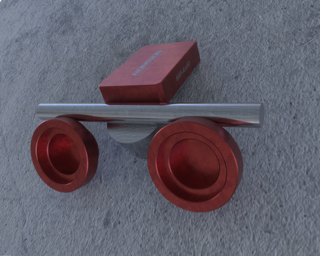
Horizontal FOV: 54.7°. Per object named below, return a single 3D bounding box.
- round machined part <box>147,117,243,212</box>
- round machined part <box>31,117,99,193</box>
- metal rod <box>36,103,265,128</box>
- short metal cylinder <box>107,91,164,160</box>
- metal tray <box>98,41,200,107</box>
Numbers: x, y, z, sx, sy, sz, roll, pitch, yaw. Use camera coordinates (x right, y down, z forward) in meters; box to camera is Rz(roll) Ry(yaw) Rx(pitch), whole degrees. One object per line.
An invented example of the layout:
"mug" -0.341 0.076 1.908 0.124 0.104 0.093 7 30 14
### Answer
"round machined part" 0.039 0.035 0.329 0.098 0.042 0.097 8 108 26
"round machined part" -0.122 0.033 0.415 0.098 0.042 0.097 6 103 26
"metal rod" -0.034 -0.018 0.369 0.300 0.025 0.025 2 63 29
"short metal cylinder" -0.021 -0.005 0.403 0.080 0.050 0.080 -13 56 20
"metal tray" -0.010 -0.075 0.417 0.090 0.030 0.131 2 37 29
